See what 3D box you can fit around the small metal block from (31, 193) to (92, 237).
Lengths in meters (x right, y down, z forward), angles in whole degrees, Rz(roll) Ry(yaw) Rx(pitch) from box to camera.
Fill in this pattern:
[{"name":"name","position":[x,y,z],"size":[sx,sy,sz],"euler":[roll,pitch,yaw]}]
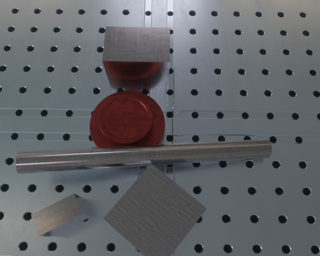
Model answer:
[{"name":"small metal block","position":[-0.112,0.102,0.360],"size":[0.050,0.050,0.025],"euler":[-26,72,-9]}]

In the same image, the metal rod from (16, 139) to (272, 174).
[{"name":"metal rod","position":[-0.009,0.033,0.374],"size":[0.302,0.025,0.025],"euler":[-2,70,-11]}]

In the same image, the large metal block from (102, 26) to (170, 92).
[{"name":"large metal block","position":[-0.028,-0.089,0.415],"size":[0.081,0.080,0.050],"euler":[1,70,0]}]

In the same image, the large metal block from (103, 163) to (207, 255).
[{"name":"large metal block","position":[-0.005,0.102,0.361],"size":[0.080,0.050,0.080],"euler":[38,74,12]}]

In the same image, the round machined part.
[{"name":"round machined part","position":[-0.043,-0.006,0.404],"size":[0.099,0.042,0.098],"euler":[0,70,0]}]
